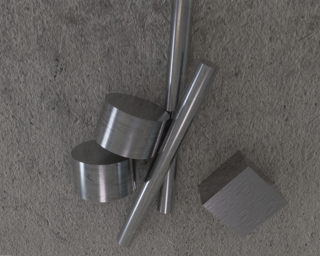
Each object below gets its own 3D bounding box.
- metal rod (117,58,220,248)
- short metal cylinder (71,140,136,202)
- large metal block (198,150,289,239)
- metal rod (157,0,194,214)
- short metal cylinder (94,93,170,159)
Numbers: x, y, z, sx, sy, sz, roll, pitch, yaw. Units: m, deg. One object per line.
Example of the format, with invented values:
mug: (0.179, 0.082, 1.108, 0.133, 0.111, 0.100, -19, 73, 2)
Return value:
metal rod: (0.000, 0.051, 0.404, 0.025, 0.025, 0.298, 20, 118, -7)
short metal cylinder: (-0.071, 0.051, 0.399, 0.081, 0.080, 0.050, 1, 110, -1)
large metal block: (0.113, 0.092, 0.431, 0.080, 0.050, 0.080, 42, 105, -14)
metal rod: (0.018, -0.022, 0.401, 0.025, 0.025, 0.298, 3, 110, -2)
short metal cylinder: (-0.035, -0.004, 0.379, 0.080, 0.080, 0.050, 18, 109, -7)
